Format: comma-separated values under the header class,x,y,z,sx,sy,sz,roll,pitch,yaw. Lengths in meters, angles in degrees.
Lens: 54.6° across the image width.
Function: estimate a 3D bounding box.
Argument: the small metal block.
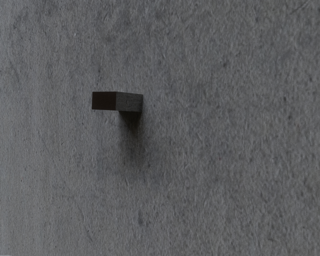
class,x,y,z,sx,sy,sz,roll,pitch,yaw
small metal block,-0.060,-0.037,0.440,0.050,0.050,0.025,5,93,40
